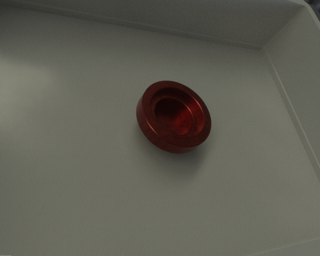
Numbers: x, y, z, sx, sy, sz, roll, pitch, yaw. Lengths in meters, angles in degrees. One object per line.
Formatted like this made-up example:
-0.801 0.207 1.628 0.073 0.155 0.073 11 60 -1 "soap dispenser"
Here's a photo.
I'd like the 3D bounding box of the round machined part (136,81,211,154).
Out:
0.014 -0.010 0.406 0.099 0.042 0.098 14 56 -21 "round machined part"
